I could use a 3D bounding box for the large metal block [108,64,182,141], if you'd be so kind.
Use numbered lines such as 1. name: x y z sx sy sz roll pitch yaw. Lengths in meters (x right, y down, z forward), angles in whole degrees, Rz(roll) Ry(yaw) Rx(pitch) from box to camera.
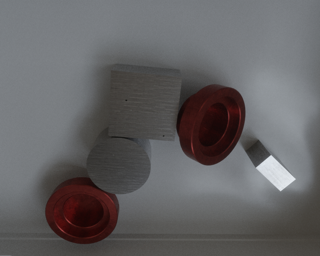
1. large metal block: -0.019 -0.033 0.386 0.081 0.050 0.079 5 110 -2

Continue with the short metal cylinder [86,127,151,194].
1. short metal cylinder: -0.052 0.040 0.412 0.081 0.050 0.079 0 110 -1

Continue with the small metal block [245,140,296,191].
1. small metal block: 0.148 0.050 0.418 0.050 0.050 0.025 42 105 -14

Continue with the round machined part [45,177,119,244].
1. round machined part: -0.107 0.113 0.442 0.099 0.042 0.097 0 110 -1

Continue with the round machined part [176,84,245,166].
1. round machined part: 0.059 -0.006 0.383 0.099 0.042 0.097 -18 119 -37
